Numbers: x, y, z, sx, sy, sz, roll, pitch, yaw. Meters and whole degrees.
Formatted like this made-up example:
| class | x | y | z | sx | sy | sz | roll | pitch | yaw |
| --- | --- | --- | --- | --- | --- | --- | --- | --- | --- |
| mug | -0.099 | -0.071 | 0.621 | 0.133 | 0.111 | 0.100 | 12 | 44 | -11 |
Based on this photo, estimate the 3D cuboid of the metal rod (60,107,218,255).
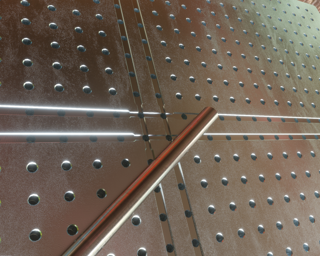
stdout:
| class | x | y | z | sx | sy | sz | roll | pitch | yaw |
| --- | --- | --- | --- | --- | --- | --- | --- | --- | --- |
| metal rod | -0.010 | 0.058 | 0.368 | 0.025 | 0.025 | 0.302 | 45 | 51 | 2 |
